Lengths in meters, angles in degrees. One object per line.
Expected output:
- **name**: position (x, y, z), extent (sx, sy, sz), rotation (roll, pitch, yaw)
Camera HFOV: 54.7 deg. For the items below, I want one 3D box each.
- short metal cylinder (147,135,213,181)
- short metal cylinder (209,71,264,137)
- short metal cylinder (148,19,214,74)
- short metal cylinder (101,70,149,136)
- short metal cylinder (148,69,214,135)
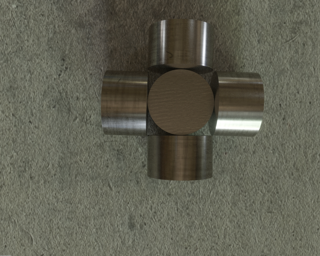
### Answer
- **short metal cylinder**: position (0.025, 0.034, 0.384), extent (0.081, 0.080, 0.050), rotation (0, 90, -1)
- **short metal cylinder**: position (0.091, -0.030, 0.385), extent (0.050, 0.080, 0.079), rotation (2, 90, 0)
- **short metal cylinder**: position (0.026, -0.097, 0.383), extent (0.081, 0.080, 0.050), rotation (2, 91, -1)
- **short metal cylinder**: position (-0.040, -0.030, 0.383), extent (0.050, 0.080, 0.079), rotation (2, 90, 0)
- **short metal cylinder**: position (0.025, -0.031, 0.399), extent (0.081, 0.050, 0.079), rotation (0, 90, -1)
